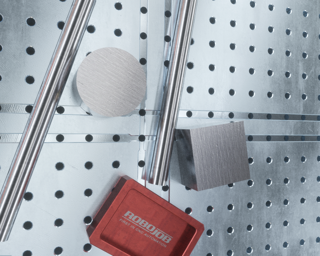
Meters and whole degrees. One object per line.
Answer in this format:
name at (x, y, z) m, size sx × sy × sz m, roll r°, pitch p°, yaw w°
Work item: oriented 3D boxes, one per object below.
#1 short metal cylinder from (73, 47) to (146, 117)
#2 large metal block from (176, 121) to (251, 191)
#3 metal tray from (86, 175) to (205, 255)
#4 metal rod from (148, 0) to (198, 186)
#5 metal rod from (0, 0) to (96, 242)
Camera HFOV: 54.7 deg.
short metal cylinder at (-0.063, -0.053, 0.377) m, size 0.081 × 0.050 × 0.079 m, roll 0°, pitch 90°, yaw -20°
large metal block at (0.072, 0.035, 0.427) m, size 0.081 × 0.050 × 0.079 m, roll -9°, pitch 93°, yaw -20°
metal tray at (-0.016, 0.133, 0.405) m, size 0.130 × 0.030 × 0.090 m, roll 36°, pitch 78°, yaw -17°
metal rod at (0.022, -0.072, 0.421) m, size 0.025 × 0.025 × 0.298 m, roll 11°, pitch 86°, yaw -20°
metal rod at (-0.136, -0.019, 0.362) m, size 0.025 × 0.025 × 0.299 m, roll 20°, pitch 83°, yaw -19°
